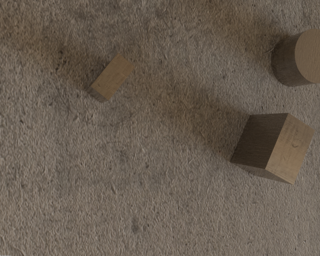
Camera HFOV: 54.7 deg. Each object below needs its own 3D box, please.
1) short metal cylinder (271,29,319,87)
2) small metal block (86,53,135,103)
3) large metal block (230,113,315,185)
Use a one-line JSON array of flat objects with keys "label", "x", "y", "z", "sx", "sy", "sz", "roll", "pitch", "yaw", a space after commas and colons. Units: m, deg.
[{"label": "short metal cylinder", "x": 0.221, "y": -0.106, "z": 0.477, "sx": 0.081, "sy": 0.050, "sz": 0.079, "roll": 0, "pitch": 90, "yaw": -20}, {"label": "small metal block", "x": -0.061, "y": -0.058, "z": 0.373, "sx": 0.025, "sy": 0.050, "sz": 0.050, "roll": 40, "pitch": 78, "yaw": -16}, {"label": "large metal block", "x": 0.155, "y": 0.027, "z": 0.437, "sx": 0.050, "sy": 0.080, "sz": 0.080, "roll": 29, "pitch": 81, "yaw": -18}]
